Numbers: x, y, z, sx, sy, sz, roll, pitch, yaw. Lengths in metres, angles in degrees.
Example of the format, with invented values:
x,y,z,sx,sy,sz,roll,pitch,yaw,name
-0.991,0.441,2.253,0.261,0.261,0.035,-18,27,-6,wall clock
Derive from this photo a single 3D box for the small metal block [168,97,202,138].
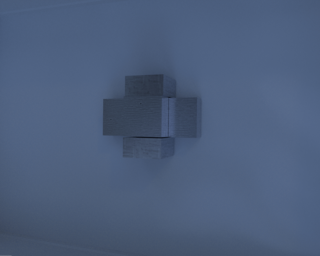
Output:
x,y,z,sx,sy,sz,roll,pitch,yaw,name
0.026,-0.013,0.400,0.050,0.025,0.050,1,90,19,small metal block

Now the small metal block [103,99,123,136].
x,y,z,sx,sy,sz,roll,pitch,yaw,name
-0.050,-0.014,0.426,0.050,0.025,0.050,1,90,20,small metal block

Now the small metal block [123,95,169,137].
x,y,z,sx,sy,sz,roll,pitch,yaw,name
-0.017,-0.014,0.387,0.050,0.025,0.050,1,90,19,small metal block

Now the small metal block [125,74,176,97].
x,y,z,sx,sy,sz,roll,pitch,yaw,name
-0.011,-0.052,0.399,0.050,0.050,0.025,1,91,20,small metal block

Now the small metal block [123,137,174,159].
x,y,z,sx,sy,sz,roll,pitch,yaw,name
-0.014,0.024,0.399,0.050,0.050,0.025,1,91,20,small metal block
